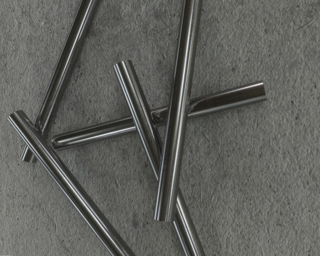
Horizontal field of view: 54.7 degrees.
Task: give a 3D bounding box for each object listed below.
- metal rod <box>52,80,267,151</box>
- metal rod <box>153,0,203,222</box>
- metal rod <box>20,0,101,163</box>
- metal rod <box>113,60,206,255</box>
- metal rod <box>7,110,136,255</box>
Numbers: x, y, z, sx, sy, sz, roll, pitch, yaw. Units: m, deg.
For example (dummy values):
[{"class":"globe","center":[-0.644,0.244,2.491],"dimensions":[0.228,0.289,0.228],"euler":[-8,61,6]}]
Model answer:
[{"class":"metal rod","center":[-0.015,-0.011,0.414],"dimensions":[0.301,0.025,0.025],"euler":[-14,86,19]},{"class":"metal rod","center":[0.025,-0.041,0.375],"dimensions":[0.025,0.025,0.299],"euler":[5,82,20]},{"class":"metal rod","center":[-0.143,-0.086,0.459],"dimensions":[0.025,0.025,0.298],"euler":[27,99,18]},{"class":"metal rod","center":[0.006,0.059,0.388],"dimensions":[0.025,0.025,0.299],"euler":[-21,90,19]},{"class":"metal rod","center":[-0.115,0.096,0.434],"dimensions":[0.025,0.025,0.300],"euler":[-42,83,15]}]
